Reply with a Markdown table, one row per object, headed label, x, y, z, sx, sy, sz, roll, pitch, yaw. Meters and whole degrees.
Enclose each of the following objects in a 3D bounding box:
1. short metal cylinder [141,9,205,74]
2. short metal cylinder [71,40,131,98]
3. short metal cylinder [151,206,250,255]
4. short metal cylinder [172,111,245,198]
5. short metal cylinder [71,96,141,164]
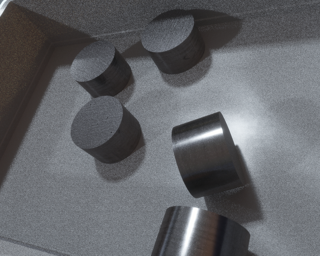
| label | x | y | z | sx | sy | sz | roll | pitch | yaw |
| --- | --- | --- | --- | --- | --- | --- | --- | --- | --- |
| short metal cylinder | 0.020 | -0.126 | 0.455 | 0.080 | 0.050 | 0.080 | -13 | 56 | 20 |
| short metal cylinder | -0.093 | -0.092 | 0.493 | 0.080 | 0.050 | 0.080 | -13 | 56 | 20 |
| short metal cylinder | 0.036 | 0.111 | 0.279 | 0.080 | 0.080 | 0.050 | 3 | 55 | 29 |
| short metal cylinder | 0.052 | 0.028 | 0.325 | 0.050 | 0.080 | 0.080 | -19 | 54 | 17 |
| short metal cylinder | -0.073 | 0.003 | 0.425 | 0.080 | 0.050 | 0.080 | -13 | 56 | 20 |
